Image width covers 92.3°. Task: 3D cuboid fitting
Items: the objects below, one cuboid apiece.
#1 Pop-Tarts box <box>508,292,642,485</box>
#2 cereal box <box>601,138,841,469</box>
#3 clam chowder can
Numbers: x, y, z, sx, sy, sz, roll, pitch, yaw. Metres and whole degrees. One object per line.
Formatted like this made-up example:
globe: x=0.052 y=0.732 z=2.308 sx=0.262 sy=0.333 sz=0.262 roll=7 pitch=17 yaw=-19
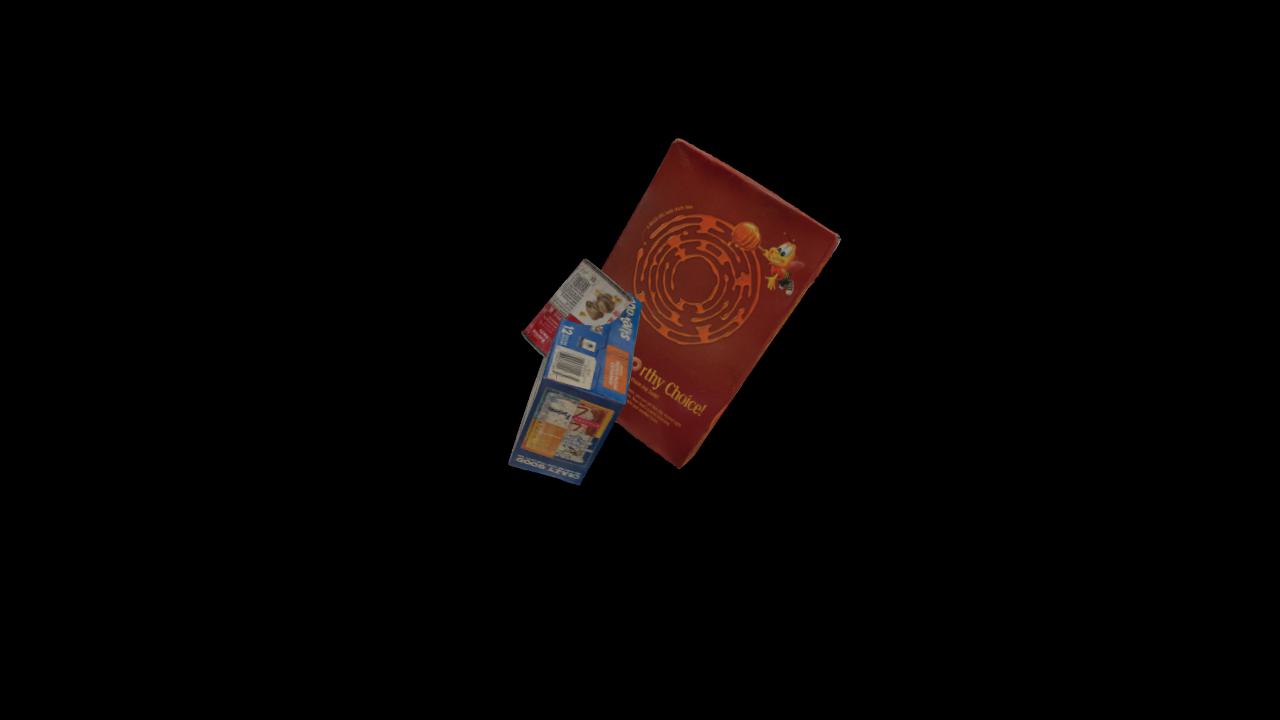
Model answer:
Pop-Tarts box: x=-0.065 y=0.020 z=0.652 sx=0.083 sy=0.141 sz=0.167 roll=21 pitch=40 yaw=-10
cereal box: x=0.053 y=-0.060 z=0.693 sx=0.203 sy=0.306 sz=0.081 roll=35 pitch=15 yaw=13
clam chowder can: x=-0.064 y=-0.046 z=0.636 sx=0.068 sy=0.102 sz=0.068 roll=40 pitch=3 yaw=-2
